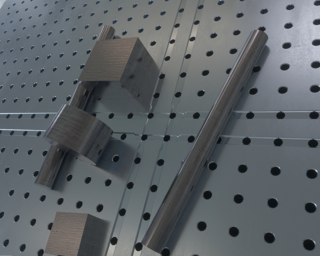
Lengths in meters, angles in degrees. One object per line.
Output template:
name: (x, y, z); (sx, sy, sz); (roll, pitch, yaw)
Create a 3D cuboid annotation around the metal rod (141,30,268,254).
metal rod: (0.061, 0.004, 0.373); (0.025, 0.025, 0.300); (18, 71, 35)

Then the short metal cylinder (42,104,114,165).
short metal cylinder: (-0.111, 0.010, 0.425); (0.080, 0.080, 0.050); (15, 70, 34)

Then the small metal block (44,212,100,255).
small metal block: (-0.108, 0.133, 0.384); (0.050, 0.025, 0.050); (-4, 60, 26)

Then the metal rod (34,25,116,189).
metal rod: (-0.131, -0.048, 0.505); (0.025, 0.025, 0.300); (2, 62, 29)

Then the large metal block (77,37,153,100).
large metal block: (-0.069, -0.092, 0.485); (0.080, 0.050, 0.080); (5, 64, 30)
